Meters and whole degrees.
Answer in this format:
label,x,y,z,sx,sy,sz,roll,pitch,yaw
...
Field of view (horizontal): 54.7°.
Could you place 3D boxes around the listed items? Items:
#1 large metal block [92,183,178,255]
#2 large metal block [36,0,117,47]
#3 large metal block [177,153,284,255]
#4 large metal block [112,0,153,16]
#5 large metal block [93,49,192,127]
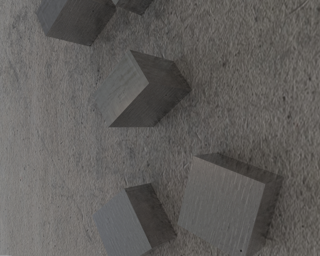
label,x,y,z,sx,sy,sz,roll,pitch,yaw
large metal block,-0.036,0.132,0.419,0.080,0.050,0.080,-43,64,31
large metal block,-0.128,-0.179,0.475,0.080,0.081,0.050,-43,64,32
large metal block,0.073,0.078,0.328,0.080,0.050,0.079,19,102,38
large metal block,-0.038,-0.216,0.420,0.080,0.050,0.080,-47,62,30
large metal block,-0.022,-0.044,0.387,0.080,0.081,0.050,-43,64,31
